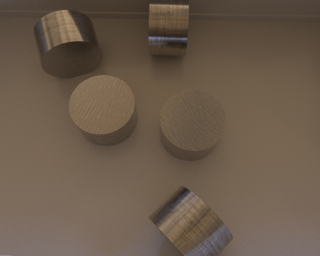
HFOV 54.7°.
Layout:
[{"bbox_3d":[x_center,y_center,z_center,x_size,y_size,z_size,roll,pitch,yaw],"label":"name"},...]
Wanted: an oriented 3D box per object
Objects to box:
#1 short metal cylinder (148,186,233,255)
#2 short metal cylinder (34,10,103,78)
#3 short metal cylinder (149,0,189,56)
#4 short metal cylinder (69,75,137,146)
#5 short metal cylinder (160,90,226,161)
[{"bbox_3d":[0.033,0.111,0.340,0.050,0.080,0.080,-42,76,-14],"label":"short metal cylinder"},{"bbox_3d":[-0.124,-0.112,0.420,0.081,0.080,0.050,-18,71,-7],"label":"short metal cylinder"},{"bbox_3d":[0.012,-0.141,0.432,0.050,0.080,0.080,2,70,0],"label":"short metal cylinder"},{"bbox_3d":[-0.071,-0.022,0.403,0.081,0.050,0.080,0,70,0],"label":"short metal cylinder"},{"bbox_3d":[0.040,-0.002,0.398,0.081,0.050,0.080,0,70,0],"label":"short metal cylinder"}]
